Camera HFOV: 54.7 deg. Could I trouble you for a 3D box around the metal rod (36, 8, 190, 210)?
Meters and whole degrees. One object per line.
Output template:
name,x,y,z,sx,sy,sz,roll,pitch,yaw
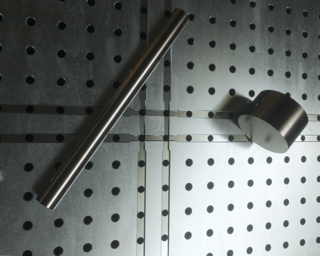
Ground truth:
metal rod,-0.052,-0.033,0.393,0.025,0.025,0.300,38,78,-17

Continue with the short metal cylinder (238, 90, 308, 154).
short metal cylinder,0.161,-0.009,0.445,0.080,0.080,0.050,46,76,-15
